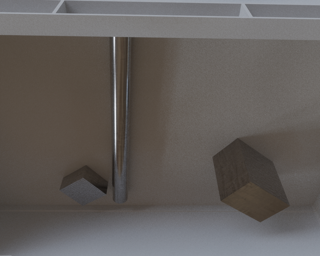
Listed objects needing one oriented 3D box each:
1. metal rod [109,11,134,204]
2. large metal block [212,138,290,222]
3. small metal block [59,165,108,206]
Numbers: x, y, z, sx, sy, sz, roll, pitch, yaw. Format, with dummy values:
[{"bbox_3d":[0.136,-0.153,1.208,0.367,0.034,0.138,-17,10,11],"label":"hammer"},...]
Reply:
[{"bbox_3d":[-0.052,0.000,0.407,0.025,0.025,0.298,3,130,-4],"label":"metal rod"},{"bbox_3d":[0.126,0.074,0.438,0.080,0.080,0.050,32,123,-24],"label":"large metal block"},{"bbox_3d":[-0.118,0.091,0.485,0.050,0.025,0.050,-29,125,22],"label":"small metal block"}]
